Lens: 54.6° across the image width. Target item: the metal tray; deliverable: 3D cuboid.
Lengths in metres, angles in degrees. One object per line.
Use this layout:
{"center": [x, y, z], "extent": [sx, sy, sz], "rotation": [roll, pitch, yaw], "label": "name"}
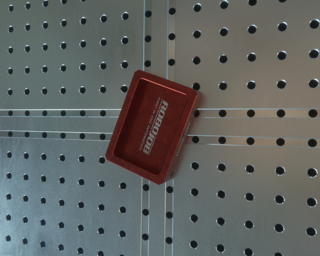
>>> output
{"center": [-0.010, -0.002, 0.413], "extent": [0.090, 0.030, 0.129], "rotation": [23, 98, 18], "label": "metal tray"}
